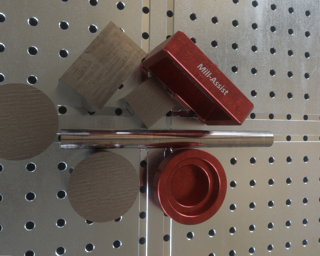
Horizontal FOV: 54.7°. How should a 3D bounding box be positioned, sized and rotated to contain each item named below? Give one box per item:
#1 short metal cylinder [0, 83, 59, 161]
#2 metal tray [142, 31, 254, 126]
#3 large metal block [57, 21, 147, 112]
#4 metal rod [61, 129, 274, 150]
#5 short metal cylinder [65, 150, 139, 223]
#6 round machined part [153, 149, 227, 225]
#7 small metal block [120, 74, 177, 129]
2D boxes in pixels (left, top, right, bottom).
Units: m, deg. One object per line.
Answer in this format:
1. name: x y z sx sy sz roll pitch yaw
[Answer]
1. short metal cylinder: -0.155 -0.006 0.341 0.081 0.050 0.080 0 90 -20
2. metal tray: 0.045 -0.056 0.394 0.130 0.090 0.030 42 77 -15
3. large metal block: -0.070 -0.066 0.357 0.050 0.080 0.080 41 77 -16
4. metal rod: 0.024 0.015 0.421 0.302 0.025 0.025 1 90 -20
5. short metal cylinder: -0.071 0.066 0.373 0.081 0.050 0.080 0 90 -20
6. round machined part: 0.037 0.076 0.417 0.099 0.042 0.097 0 90 -20
7. small metal block: -0.016 -0.034 0.407 0.050 0.025 0.050 -41 103 -15
